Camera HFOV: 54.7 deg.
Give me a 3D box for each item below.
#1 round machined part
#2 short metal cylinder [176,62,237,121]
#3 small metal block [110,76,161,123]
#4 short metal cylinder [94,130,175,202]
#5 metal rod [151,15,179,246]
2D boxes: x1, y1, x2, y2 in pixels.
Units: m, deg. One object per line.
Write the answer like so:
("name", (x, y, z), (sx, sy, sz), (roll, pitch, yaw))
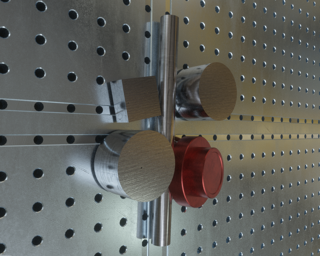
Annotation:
("round machined part", (0.055, 0.060, 0.424), (0.099, 0.042, 0.097), (1, 89, -56))
("short metal cylinder", (0.064, -0.050, 0.442), (0.081, 0.050, 0.079), (0, 90, -40))
("small metal block", (-0.029, -0.036, 0.380), (0.050, 0.025, 0.050), (-15, 99, -39))
("short metal cylinder", (-0.029, 0.042, 0.363), (0.081, 0.050, 0.079), (0, 90, -40))
("metal rod", (0.007, 0.002, 0.410), (0.025, 0.025, 0.298), (4, 88, -40))
